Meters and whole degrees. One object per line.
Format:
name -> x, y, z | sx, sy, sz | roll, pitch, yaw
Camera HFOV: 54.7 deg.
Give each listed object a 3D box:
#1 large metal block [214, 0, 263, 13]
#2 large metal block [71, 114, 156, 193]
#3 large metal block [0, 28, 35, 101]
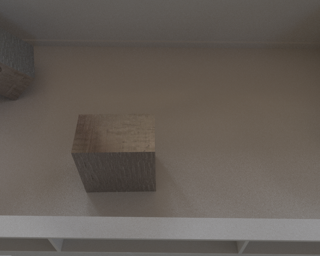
large metal block -> 0.171, -0.289, 0.635 | 0.080, 0.050, 0.080 | 31, 57, 23
large metal block -> -0.045, 0.030, 0.344 | 0.081, 0.080, 0.050 | -1, 50, -1
large metal block -> -0.231, -0.097, 0.441 | 0.050, 0.080, 0.080 | -40, 48, 22
